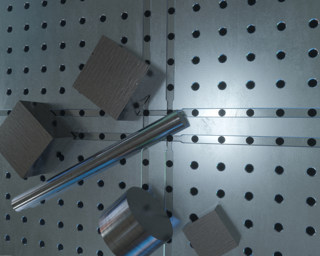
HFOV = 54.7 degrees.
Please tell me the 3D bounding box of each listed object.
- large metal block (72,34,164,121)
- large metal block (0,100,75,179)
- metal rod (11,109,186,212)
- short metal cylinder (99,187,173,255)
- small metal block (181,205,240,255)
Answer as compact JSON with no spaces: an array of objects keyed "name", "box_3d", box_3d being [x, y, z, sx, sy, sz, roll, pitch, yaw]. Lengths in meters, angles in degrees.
[{"name":"large metal block","box_3d":[-0.056,-0.065,0.419,0.080,0.050,0.080,37,102,16]},{"name":"large metal block","box_3d":[-0.191,0.016,0.467,0.080,0.050,0.080,44,104,14]},{"name":"metal rod","box_3d":[-0.098,0.054,0.447,0.300,0.025,0.025,-28,81,17]},{"name":"short metal cylinder","box_3d":[-0.030,0.122,0.394,0.050,0.080,0.080,-43,77,15]},{"name":"small metal block","box_3d":[0.064,0.134,0.390,0.050,0.025,0.050,-37,79,16]}]
